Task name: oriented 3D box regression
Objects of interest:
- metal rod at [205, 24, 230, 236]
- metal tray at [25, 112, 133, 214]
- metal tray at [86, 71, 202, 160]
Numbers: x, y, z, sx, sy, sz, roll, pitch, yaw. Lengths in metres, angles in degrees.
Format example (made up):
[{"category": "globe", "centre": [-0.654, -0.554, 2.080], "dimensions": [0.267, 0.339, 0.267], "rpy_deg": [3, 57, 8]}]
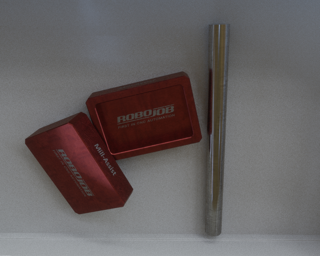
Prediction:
[{"category": "metal rod", "centre": [0.075, 0.017, 0.418], "dimensions": [0.025, 0.025, 0.298], "rpy_deg": [-2, 110, 0]}, {"category": "metal tray", "centre": [-0.105, 0.051, 0.409], "dimensions": [0.090, 0.030, 0.130], "rpy_deg": [-18, 111, 30]}, {"category": "metal tray", "centre": [-0.019, -0.014, 0.403], "dimensions": [0.131, 0.030, 0.089], "rpy_deg": [-13, 110, 4]}]
